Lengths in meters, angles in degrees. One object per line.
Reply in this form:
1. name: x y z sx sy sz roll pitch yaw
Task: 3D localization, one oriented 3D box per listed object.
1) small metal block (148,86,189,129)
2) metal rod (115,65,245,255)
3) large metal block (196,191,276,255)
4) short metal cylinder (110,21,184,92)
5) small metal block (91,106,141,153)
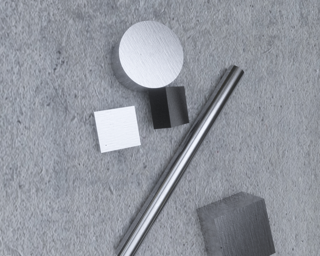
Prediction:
1. small metal block: 0.012 -0.027 0.401 0.050 0.025 0.050 -14 97 -58
2. metal rod: 0.032 0.040 0.422 0.025 0.025 0.300 36 78 -17
3. large metal block: 0.107 0.145 0.437 0.081 0.050 0.080 -15 95 -20
4. short metal cylinder: -0.018 -0.087 0.390 0.081 0.050 0.079 0 90 -20
5. small metal block: -0.055 0.001 0.389 0.050 0.025 0.050 -11 94 -20
